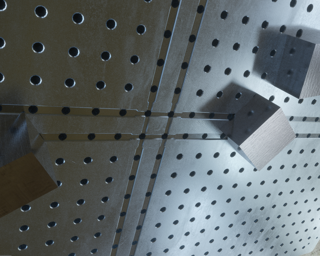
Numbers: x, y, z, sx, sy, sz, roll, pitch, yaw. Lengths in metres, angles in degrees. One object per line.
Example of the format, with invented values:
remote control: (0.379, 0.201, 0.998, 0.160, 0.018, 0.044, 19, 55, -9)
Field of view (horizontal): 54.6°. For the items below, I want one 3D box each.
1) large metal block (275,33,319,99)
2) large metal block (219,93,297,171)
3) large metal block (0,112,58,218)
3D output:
large metal block: (0.228, -0.094, 0.460, 0.081, 0.050, 0.079, -11, 123, -23)
large metal block: (0.153, 0.008, 0.482, 0.080, 0.050, 0.080, -44, 129, 2)
large metal block: (-0.158, 0.039, 0.313, 0.080, 0.080, 0.050, -28, 128, -11)
